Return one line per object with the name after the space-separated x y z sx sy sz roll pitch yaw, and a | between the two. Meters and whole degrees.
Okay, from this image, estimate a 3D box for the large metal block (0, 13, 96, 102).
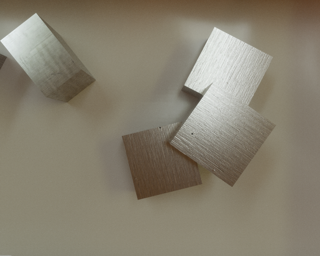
-0.132 -0.081 0.382 0.050 0.080 0.080 -39 91 0 | large metal block

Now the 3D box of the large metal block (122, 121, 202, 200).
0.003 0.039 0.399 0.080 0.050 0.080 -14 90 -1 | large metal block

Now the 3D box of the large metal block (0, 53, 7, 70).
-0.249 -0.073 0.381 0.050 0.080 0.080 28 90 -1 | large metal block

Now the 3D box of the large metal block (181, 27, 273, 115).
0.083 -0.069 0.400 0.080 0.050 0.080 27 90 -1 | large metal block

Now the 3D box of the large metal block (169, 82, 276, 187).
0.066 0.007 0.350 0.080 0.050 0.080 35 90 -1 | large metal block
